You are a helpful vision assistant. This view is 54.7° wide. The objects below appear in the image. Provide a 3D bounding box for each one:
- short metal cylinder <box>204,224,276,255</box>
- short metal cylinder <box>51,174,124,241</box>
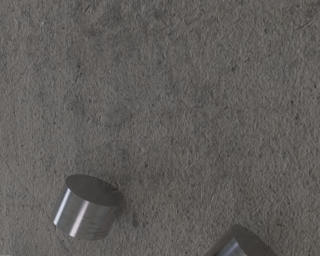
[{"bbox_3d":[0.095,0.156,0.346,0.080,0.080,0.050,42,103,15],"label":"short metal cylinder"},{"bbox_3d":[-0.096,0.104,0.414,0.080,0.080,0.050,27,99,18],"label":"short metal cylinder"}]
